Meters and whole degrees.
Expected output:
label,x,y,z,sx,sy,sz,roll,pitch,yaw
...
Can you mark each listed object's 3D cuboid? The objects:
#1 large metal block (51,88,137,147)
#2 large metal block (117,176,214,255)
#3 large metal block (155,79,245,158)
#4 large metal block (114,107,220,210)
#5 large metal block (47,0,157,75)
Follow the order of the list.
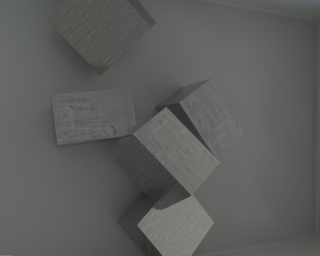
label,x,y,z,sx,sy,sz,roll,pitch,yaw
large metal block,-0.078,-0.009,0.351,0.081,0.080,0.050,-8,87,-20
large metal block,0.009,0.119,0.391,0.080,0.050,0.080,-44,105,-32
large metal block,0.049,-0.011,0.401,0.050,0.080,0.080,-38,103,-16
large metal block,0.004,0.037,0.339,0.080,0.080,0.050,46,58,3
large metal block,-0.063,-0.122,0.355,0.080,0.050,0.080,-38,106,20
